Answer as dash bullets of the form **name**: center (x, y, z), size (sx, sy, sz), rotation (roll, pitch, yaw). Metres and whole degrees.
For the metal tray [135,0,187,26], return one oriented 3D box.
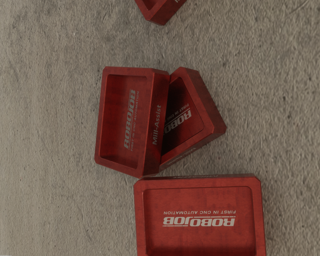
- **metal tray**: center (0.016, -0.207, 0.388), size (0.129, 0.030, 0.090), rotation (-40, 66, 32)

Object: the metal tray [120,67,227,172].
- **metal tray**: center (0.009, -0.004, 0.394), size (0.130, 0.030, 0.090), rotation (-36, 68, 34)

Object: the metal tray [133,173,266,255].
- **metal tray**: center (0.041, 0.097, 0.329), size (0.131, 0.030, 0.089), rotation (-4, 87, 11)

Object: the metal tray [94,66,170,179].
- **metal tray**: center (-0.038, -0.010, 0.393), size (0.090, 0.030, 0.129), rotation (11, 97, 39)
